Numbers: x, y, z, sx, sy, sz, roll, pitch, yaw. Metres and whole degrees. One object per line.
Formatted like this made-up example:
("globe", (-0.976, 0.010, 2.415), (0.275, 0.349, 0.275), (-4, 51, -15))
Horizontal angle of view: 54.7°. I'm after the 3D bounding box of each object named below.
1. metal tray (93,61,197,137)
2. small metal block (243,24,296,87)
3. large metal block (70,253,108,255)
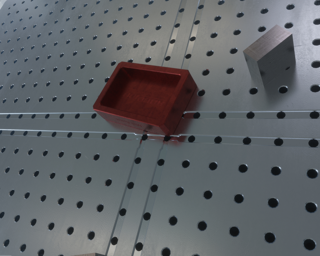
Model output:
("metal tray", (-0.024, -0.046, 0.445), (0.130, 0.030, 0.090), (15, 69, 34))
("small metal block", (0.133, -0.087, 0.375), (0.050, 0.050, 0.025), (-39, 51, 2))
("large metal block", (-0.091, 0.183, 0.328), (0.080, 0.050, 0.080), (-15, 56, 19))
